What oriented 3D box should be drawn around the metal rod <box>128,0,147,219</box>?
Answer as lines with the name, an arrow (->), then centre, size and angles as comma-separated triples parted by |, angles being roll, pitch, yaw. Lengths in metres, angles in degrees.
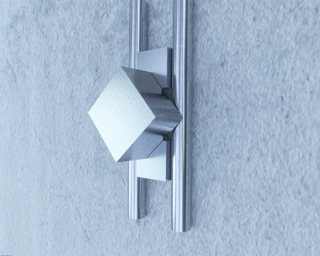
metal rod -> -0.031, -0.025, 0.431 | 0.025, 0.025, 0.298 | 1, 91, 39

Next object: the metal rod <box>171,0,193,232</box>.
metal rod -> 0.027, -0.024, 0.383 | 0.025, 0.025, 0.298 | 1, 91, 39

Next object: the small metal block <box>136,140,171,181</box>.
small metal block -> -0.004, 0.040, 0.406 | 0.050, 0.025, 0.050 | 1, 91, 39

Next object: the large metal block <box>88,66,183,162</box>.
large metal block -> -0.032, -0.016, 0.380 | 0.080, 0.050, 0.080 | -48, 62, 29

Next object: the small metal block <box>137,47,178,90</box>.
small metal block -> -0.003, -0.075, 0.405 | 0.050, 0.025, 0.050 | 1, 91, 39
